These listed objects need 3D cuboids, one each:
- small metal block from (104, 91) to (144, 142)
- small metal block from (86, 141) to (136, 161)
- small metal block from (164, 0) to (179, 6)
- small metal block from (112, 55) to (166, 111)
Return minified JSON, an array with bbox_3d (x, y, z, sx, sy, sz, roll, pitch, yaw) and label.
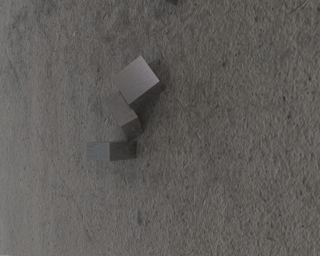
[{"bbox_3d":[-0.049,-0.016,0.427,0.025,0.050,0.050,-30,65,-9],"label":"small metal block"},{"bbox_3d":[-0.070,0.032,0.446,0.050,0.050,0.025,-1,90,40],"label":"small metal block"},{"bbox_3d":[0.008,-0.194,0.398,0.050,0.025,0.050,44,116,31],"label":"small metal block"},{"bbox_3d":[-0.029,-0.060,0.417,0.050,0.025,0.050,-37,65,7],"label":"small metal block"}]
